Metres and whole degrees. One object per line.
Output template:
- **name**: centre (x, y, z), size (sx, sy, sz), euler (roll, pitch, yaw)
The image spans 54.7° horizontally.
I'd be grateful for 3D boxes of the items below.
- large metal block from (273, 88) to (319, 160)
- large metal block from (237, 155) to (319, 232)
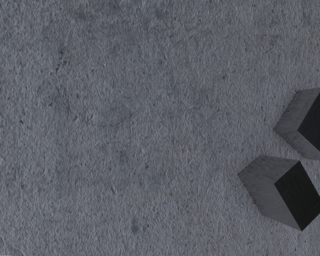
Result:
- **large metal block**: centre (0.240, -0.005, 0.484), size (0.080, 0.050, 0.080), euler (39, 78, -16)
- **large metal block**: centre (0.171, 0.089, 0.443), size (0.050, 0.080, 0.080), euler (-36, 102, -16)
